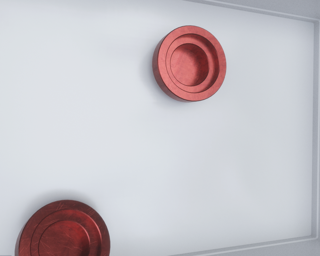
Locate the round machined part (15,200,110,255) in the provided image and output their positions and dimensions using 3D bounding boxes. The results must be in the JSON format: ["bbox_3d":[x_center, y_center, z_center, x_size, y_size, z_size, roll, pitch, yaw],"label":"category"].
[{"bbox_3d":[-0.109,0.134,0.347,0.099,0.042,0.098,19,53,-26],"label":"round machined part"}]

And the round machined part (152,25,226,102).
[{"bbox_3d":[0.036,-0.083,0.416,0.099,0.042,0.097,0,90,-21],"label":"round machined part"}]
